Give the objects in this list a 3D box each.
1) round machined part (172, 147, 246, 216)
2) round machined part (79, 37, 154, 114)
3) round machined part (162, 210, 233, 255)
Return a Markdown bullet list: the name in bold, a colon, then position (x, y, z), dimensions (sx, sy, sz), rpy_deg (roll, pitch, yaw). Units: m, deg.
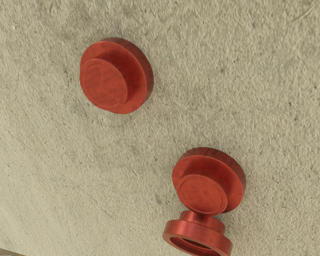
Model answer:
- **round machined part**: position (0.061, 0.077, 0.412), dimensions (0.098, 0.042, 0.097), rpy_deg (13, 124, 21)
- **round machined part**: position (-0.061, -0.060, 0.391), dimensions (0.098, 0.042, 0.097), rpy_deg (13, 124, 21)
- **round machined part**: position (0.056, 0.153, 0.446), dimensions (0.098, 0.042, 0.098), rpy_deg (17, 149, 11)
